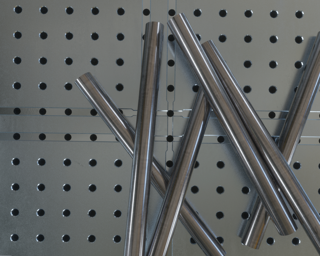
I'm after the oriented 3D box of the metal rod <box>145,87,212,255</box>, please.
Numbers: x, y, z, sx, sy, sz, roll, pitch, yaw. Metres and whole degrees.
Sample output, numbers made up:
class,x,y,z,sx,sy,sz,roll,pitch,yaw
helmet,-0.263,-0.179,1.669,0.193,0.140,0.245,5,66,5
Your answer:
class,x,y,z,sx,sy,sz,roll,pitch,yaw
metal rod,0.019,0.085,0.388,0.025,0.025,0.299,18,80,0

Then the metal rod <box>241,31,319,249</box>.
class,x,y,z,sx,sy,sz,roll,pitch,yaw
metal rod,0.172,0.016,0.414,0.025,0.025,0.299,20,90,0

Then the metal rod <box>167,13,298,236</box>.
class,x,y,z,sx,sy,sz,roll,pitch,yaw
metal rod,0.090,-0.004,0.387,0.025,0.025,0.299,-28,90,0

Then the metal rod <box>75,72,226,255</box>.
class,x,y,z,sx,sy,sz,roll,pitch,yaw
metal rod,-0.012,0.053,0.413,0.025,0.025,0.300,-37,90,0

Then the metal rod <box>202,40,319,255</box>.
class,x,y,z,sx,sy,sz,roll,pitch,yaw
metal rod,0.132,0.019,0.394,0.025,0.025,0.299,-29,82,0

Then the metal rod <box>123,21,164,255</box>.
class,x,y,z,sx,sy,sz,roll,pitch,yaw
metal rod,-0.019,0.011,0.391,0.025,0.025,0.299,5,81,0
